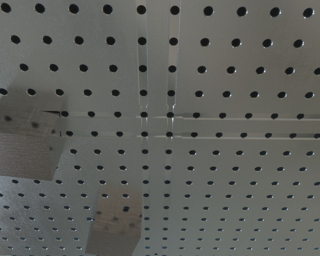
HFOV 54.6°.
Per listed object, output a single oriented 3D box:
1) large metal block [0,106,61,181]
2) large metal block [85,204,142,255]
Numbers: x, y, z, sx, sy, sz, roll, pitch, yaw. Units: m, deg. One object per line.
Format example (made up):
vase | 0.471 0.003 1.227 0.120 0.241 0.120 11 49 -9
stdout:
large metal block | -0.180 0.021 0.412 0.080 0.050 0.079 7 130 -7
large metal block | -0.083 0.187 0.553 0.080 0.050 0.079 14 129 -12
